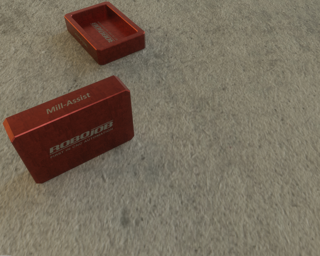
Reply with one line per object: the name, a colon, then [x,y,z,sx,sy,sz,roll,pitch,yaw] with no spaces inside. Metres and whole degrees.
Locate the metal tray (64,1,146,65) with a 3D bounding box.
metal tray: [-0.097,-0.169,0.540,0.091,0.030,0.130,-28,56,-22]

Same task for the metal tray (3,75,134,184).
metal tray: [-0.096,0.002,0.357,0.131,0.089,0.030,-27,55,-21]
